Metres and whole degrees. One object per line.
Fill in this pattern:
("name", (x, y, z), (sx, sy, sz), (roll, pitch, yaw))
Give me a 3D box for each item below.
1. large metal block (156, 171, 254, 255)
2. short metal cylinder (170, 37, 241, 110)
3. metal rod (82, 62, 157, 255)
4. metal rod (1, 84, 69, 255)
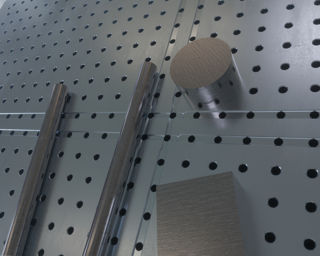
("large metal block", (0.044, 0.097, 0.310), (0.080, 0.050, 0.080), (-15, 56, 20))
("short metal cylinder", (0.060, -0.070, 0.404), (0.080, 0.050, 0.080), (-13, 56, 21))
("metal rod", (-0.049, 0.038, 0.410), (0.025, 0.025, 0.300), (0, 61, 28))
("metal rod", (-0.185, 0.060, 0.468), (0.025, 0.025, 0.299), (-9, 58, 23))
